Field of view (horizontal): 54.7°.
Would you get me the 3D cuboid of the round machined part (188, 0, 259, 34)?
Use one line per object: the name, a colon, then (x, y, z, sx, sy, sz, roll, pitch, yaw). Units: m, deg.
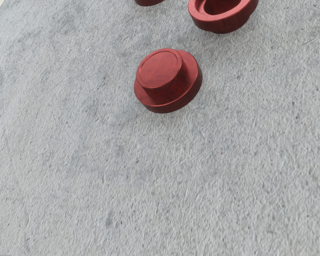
round machined part: (0.094, -0.177, 0.452, 0.098, 0.042, 0.098, -13, 56, 21)

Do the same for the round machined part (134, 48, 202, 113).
round machined part: (0.006, -0.073, 0.434, 0.098, 0.042, 0.098, -13, 56, 21)

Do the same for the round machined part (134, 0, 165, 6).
round machined part: (-0.014, -0.275, 0.569, 0.098, 0.042, 0.098, -13, 56, 21)
